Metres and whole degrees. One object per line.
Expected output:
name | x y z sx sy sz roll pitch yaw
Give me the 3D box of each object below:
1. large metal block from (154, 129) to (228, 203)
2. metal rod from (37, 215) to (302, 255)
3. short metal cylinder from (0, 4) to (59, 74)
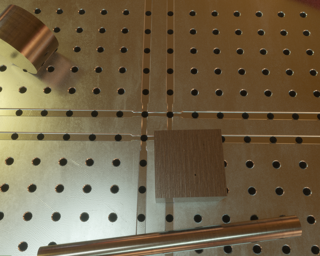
large metal block | 0.034 0.048 0.381 0.081 0.050 0.080 -1 70 -1
metal rod | 0.013 0.133 0.362 0.302 0.025 0.025 -6 70 -3
short metal cylinder | -0.189 -0.120 0.425 0.080 0.080 0.050 28 73 10
